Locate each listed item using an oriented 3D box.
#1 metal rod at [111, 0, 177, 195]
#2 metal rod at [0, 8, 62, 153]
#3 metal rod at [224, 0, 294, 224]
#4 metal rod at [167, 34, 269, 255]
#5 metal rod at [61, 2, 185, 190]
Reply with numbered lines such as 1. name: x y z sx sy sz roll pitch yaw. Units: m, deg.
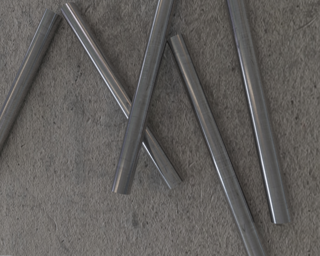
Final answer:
1. metal rod: -0.015 -0.065 0.395 0.025 0.025 0.298 12 87 19
2. metal rod: -0.230 -0.045 0.490 0.025 0.025 0.299 32 100 17
3. metal rod: 0.113 -0.039 0.368 0.025 0.025 0.298 -12 86 19
4. metal rod: 0.071 0.024 0.383 0.025 0.025 0.299 -22 83 19
5. metal rod: -0.056 -0.051 0.428 0.025 0.025 0.299 -35 79 16
